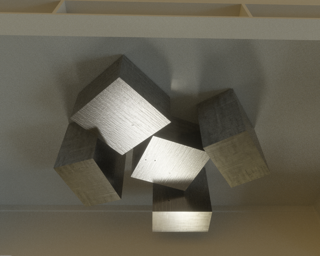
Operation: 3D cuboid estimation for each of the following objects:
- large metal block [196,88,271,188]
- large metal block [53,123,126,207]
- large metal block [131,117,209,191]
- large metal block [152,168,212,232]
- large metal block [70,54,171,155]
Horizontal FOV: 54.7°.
[{"bbox_3d":[0.089,0.012,0.382,0.050,0.080,0.080,-25,126,19],"label":"large metal block"},{"bbox_3d":[-0.086,0.043,0.407,0.050,0.080,0.080,-15,129,12],"label":"large metal block"},{"bbox_3d":[0.013,0.033,0.419,0.081,0.050,0.079,17,128,-15],"label":"large metal block"},{"bbox_3d":[0.030,0.106,0.462,0.081,0.080,0.050,1,130,-1],"label":"large metal block"},{"bbox_3d":[-0.044,-0.025,0.368,0.080,0.050,0.080,-35,123,25],"label":"large metal block"}]
